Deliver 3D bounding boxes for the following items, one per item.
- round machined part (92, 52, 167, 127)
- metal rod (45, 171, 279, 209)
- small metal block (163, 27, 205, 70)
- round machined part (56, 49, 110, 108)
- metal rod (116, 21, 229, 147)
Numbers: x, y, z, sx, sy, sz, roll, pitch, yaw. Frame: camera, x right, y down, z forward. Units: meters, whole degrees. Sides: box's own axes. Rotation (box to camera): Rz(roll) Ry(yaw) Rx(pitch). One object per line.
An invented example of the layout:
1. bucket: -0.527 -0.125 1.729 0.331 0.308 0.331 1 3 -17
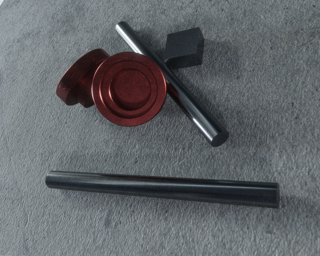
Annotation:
1. round machined part: -0.039 -0.052 0.425 0.099 0.042 0.097 1 96 5
2. metal rod: -0.018 0.069 0.370 0.300 0.025 0.025 -1 61 27
3. small metal block: 0.036 -0.117 0.457 0.050 0.025 0.050 -5 59 25
4. round machined part: -0.103 -0.068 0.465 0.042 0.098 0.098 44 86 2
5. metal rod: 0.002 -0.082 0.453 0.025 0.025 0.300 -38 51 3
